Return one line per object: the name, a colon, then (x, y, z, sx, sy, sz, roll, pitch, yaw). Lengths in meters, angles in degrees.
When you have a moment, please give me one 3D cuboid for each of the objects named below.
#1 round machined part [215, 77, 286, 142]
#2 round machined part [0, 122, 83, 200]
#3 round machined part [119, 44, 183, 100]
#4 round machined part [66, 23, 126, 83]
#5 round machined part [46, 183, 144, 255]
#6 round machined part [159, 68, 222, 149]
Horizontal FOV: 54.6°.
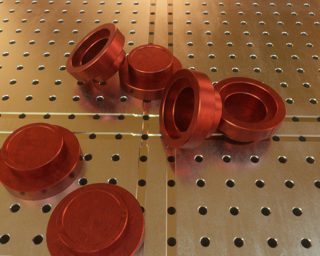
round machined part: (0.110, -0.020, 0.411, 0.099, 0.042, 0.098, 3, 49, -4)
round machined part: (-0.145, 0.032, 0.369, 0.099, 0.042, 0.098, 0, 50, 0)
round machined part: (-0.014, -0.091, 0.473, 0.099, 0.042, 0.098, 0, 50, 0)
round machined part: (-0.091, -0.107, 0.467, 0.098, 0.042, 0.098, -23, 45, 25)
round machined part: (-0.065, 0.098, 0.314, 0.099, 0.042, 0.098, 0, 50, 0)
round machined part: (0.040, -0.022, 0.385, 0.042, 0.097, 0.098, 7, 46, -26)
